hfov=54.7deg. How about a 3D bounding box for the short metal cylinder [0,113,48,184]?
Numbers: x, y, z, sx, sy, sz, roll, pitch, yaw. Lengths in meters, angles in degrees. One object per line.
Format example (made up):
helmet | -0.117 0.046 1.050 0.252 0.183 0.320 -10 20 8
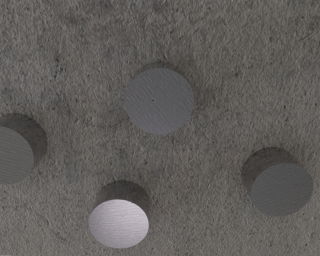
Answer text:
short metal cylinder | -0.196 0.026 0.404 0.081 0.050 0.079 0 110 0

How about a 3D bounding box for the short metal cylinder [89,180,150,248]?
short metal cylinder | -0.056 0.122 0.441 0.081 0.050 0.079 0 110 0

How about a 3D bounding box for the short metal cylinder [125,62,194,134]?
short metal cylinder | -0.001 -0.038 0.382 0.081 0.050 0.079 0 110 0

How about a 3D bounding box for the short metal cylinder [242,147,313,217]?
short metal cylinder | 0.158 0.073 0.424 0.081 0.050 0.079 0 110 0
